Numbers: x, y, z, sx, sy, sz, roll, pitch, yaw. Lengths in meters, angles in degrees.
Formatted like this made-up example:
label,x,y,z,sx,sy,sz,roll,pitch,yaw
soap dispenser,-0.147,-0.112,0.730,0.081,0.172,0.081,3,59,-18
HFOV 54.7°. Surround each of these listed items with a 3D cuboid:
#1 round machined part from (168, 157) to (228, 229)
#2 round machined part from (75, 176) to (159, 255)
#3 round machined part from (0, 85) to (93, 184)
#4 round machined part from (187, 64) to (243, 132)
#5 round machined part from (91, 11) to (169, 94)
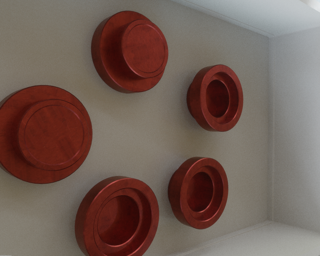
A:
label,x,y,z,sx,sy,sz,roll,pitch,yaw
round machined part,0.050,0.089,0.440,0.099,0.042,0.097,0,90,-40
round machined part,-0.052,0.104,0.354,0.099,0.042,0.097,0,90,-40
round machined part,-0.110,0.006,0.304,0.099,0.042,0.097,0,90,-40
round machined part,0.078,-0.043,0.464,0.099,0.042,0.097,0,90,-40
round machined part,-0.029,-0.092,0.373,0.099,0.042,0.097,0,90,-40
